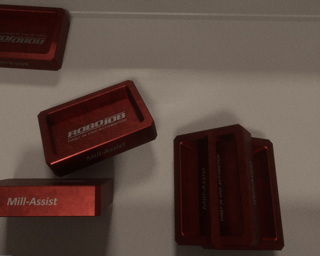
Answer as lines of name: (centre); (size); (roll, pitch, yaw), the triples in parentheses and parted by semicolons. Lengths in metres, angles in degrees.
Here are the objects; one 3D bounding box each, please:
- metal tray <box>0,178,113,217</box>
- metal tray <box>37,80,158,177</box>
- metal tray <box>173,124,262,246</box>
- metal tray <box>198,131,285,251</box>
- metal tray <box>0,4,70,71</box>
metal tray: (-0.124, 0.074, 0.343); (0.131, 0.090, 0.030); (0, 85, -1)
metal tray: (-0.080, -0.003, 0.391); (0.131, 0.030, 0.090); (-22, 51, -8)
metal tray: (0.063, 0.067, 0.359); (0.090, 0.030, 0.130); (-12, 67, 30)
metal tray: (0.093, 0.074, 0.365); (0.091, 0.030, 0.130); (8, 68, -17)
metal tray: (-0.207, -0.133, 0.453); (0.131, 0.030, 0.090); (4, 70, 1)
